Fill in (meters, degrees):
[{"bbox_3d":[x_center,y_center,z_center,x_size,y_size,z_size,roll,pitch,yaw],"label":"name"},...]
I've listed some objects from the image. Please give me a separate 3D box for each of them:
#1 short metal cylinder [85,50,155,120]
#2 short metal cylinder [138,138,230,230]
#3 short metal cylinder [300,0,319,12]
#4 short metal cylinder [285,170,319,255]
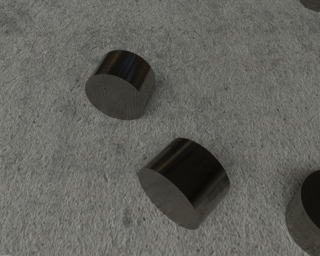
[{"bbox_3d":[-0.052,-0.056,0.414,0.080,0.080,0.050,12,51,10],"label":"short metal cylinder"},{"bbox_3d":[0.024,0.057,0.320,0.080,0.080,0.050,35,58,25],"label":"short metal cylinder"},{"bbox_3d":[0.330,-0.275,0.620,0.080,0.050,0.080,0,50,0],"label":"short metal cylinder"},{"bbox_3d":[0.176,0.088,0.314,0.080,0.050,0.080,0,50,0],"label":"short metal cylinder"}]
